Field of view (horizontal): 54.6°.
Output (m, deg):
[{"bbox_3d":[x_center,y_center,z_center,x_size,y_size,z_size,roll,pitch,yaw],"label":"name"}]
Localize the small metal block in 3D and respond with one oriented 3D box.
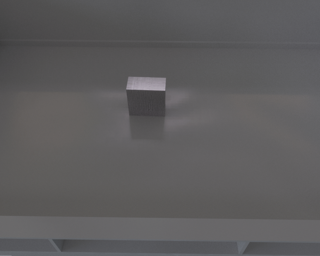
[{"bbox_3d":[-0.018,-0.042,0.425,0.050,0.050,0.025,2,50,2],"label":"small metal block"}]
